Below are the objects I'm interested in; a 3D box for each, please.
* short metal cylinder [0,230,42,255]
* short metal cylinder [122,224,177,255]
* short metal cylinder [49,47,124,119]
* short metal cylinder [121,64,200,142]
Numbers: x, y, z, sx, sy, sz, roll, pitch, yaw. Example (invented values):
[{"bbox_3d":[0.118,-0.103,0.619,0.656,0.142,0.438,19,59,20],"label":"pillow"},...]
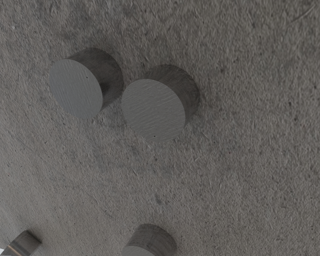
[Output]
[{"bbox_3d":[-0.325,0.287,0.721,0.050,0.080,0.080,40,129,1],"label":"short metal cylinder"},{"bbox_3d":[-0.018,0.212,0.532,0.080,0.050,0.079,13,124,21],"label":"short metal cylinder"},{"bbox_3d":[-0.095,-0.059,0.404,0.080,0.050,0.079,13,124,21],"label":"short metal cylinder"},{"bbox_3d":[0.002,-0.030,0.371,0.080,0.050,0.079,13,124,21],"label":"short metal cylinder"}]
